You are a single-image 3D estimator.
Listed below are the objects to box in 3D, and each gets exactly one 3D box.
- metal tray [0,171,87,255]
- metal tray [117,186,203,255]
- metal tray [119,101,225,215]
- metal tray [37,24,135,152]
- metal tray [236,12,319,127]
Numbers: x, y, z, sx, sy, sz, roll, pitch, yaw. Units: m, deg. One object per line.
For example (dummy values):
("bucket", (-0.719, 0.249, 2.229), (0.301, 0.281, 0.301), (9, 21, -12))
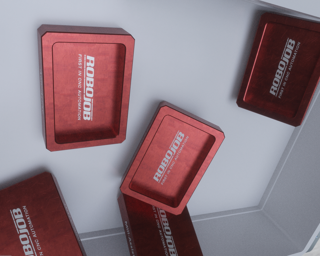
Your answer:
("metal tray", (-0.142, 0.126, 0.347), (0.091, 0.130, 0.030), (-23, 165, -15))
("metal tray", (0.000, 0.144, 0.432), (0.091, 0.130, 0.030), (-4, 151, -27))
("metal tray", (0.014, 0.041, 0.409), (0.090, 0.030, 0.129), (25, 103, -9))
("metal tray", (-0.080, -0.041, 0.336), (0.091, 0.030, 0.129), (-6, 121, -26))
("metal tray", (0.162, -0.077, 0.406), (0.030, 0.090, 0.129), (-32, 138, -52))
